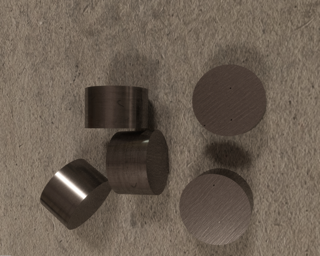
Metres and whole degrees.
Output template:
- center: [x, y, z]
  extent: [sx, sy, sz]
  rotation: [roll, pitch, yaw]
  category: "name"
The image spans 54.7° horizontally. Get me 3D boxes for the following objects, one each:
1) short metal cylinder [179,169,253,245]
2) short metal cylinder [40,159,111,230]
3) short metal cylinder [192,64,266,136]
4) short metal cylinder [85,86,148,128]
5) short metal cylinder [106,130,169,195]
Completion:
- center: [0.069, 0.091, 0.371]
  extent: [0.080, 0.050, 0.079]
  rotation: [0, 90, 19]
  category: "short metal cylinder"
- center: [-0.111, 0.088, 0.418]
  extent: [0.050, 0.080, 0.080]
  rotation: [36, 102, 16]
  category: "short metal cylinder"
- center: [0.083, -0.031, 0.366]
  extent: [0.080, 0.050, 0.079]
  rotation: [0, 90, 19]
  category: "short metal cylinder"
- center: [-0.055, -0.025, 0.398]
  extent: [0.080, 0.080, 0.050]
  rotation: [0, 90, 19]
  category: "short metal cylinder"
- center: [-0.025, 0.043, 0.388]
  extent: [0.050, 0.080, 0.079]
  rotation: [-3, 89, 20]
  category: "short metal cylinder"
